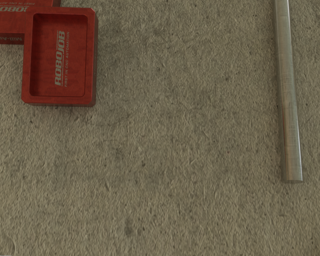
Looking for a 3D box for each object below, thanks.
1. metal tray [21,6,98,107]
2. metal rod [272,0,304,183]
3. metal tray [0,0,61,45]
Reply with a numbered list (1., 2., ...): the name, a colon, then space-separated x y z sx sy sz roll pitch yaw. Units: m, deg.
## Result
1. metal tray: -0.133 -0.095 0.418 0.091 0.030 0.129 1 86 -2
2. metal rod: 0.178 -0.073 0.436 0.025 0.025 0.299 4 70 1
3. metal tray: -0.224 -0.172 0.466 0.131 0.030 0.090 1 70 0
